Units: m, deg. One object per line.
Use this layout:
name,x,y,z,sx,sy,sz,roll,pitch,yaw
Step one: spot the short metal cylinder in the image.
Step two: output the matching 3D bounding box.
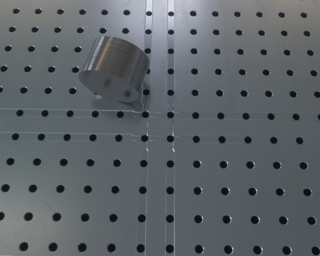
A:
short metal cylinder,-0.059,-0.075,0.410,0.080,0.080,0.050,15,71,5
